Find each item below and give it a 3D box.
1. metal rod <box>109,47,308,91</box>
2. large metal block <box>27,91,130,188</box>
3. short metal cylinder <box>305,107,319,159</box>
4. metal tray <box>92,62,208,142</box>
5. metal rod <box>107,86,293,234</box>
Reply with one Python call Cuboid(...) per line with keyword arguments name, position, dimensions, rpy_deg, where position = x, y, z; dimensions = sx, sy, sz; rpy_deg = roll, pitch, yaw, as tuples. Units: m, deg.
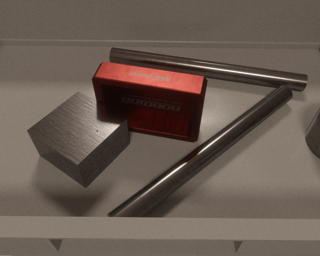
Cuboid(name="metal rod", position=(0.069, -0.093, 0.484), dimensions=(0.302, 0.025, 0.025), rpy_deg=(10, 51, 7))
Cuboid(name="large metal block", position=(-0.095, 0.012, 0.378), dimensions=(0.080, 0.050, 0.080), rpy_deg=(29, 56, 22))
Cuboid(name="short metal cylinder", position=(0.233, 0.004, 0.388), dimensions=(0.081, 0.050, 0.080), rpy_deg=(0, 50, 0))
Cuboid(name="metal tray", position=(-0.012, -0.030, 0.388), dimensions=(0.131, 0.089, 0.030), rpy_deg=(10, 51, 7))
Cuboid(name="metal rod", position=(0.067, 0.024, 0.385), dimensions=(0.302, 0.025, 0.025), rpy_deg=(-33, 58, -25))
